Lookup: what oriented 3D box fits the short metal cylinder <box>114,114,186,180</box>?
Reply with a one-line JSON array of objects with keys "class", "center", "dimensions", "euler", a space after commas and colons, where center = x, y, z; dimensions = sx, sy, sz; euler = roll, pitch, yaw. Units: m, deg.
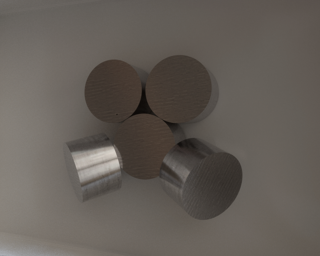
[{"class": "short metal cylinder", "center": [-0.011, 0.022, 0.397], "dimensions": [0.080, 0.050, 0.079], "euler": [0, 90, 19]}]

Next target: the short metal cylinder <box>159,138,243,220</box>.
[{"class": "short metal cylinder", "center": [0.047, 0.057, 0.356], "dimensions": [0.050, 0.081, 0.080], "euler": [30, 103, 57]}]

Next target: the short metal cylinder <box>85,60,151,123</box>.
[{"class": "short metal cylinder", "center": [-0.051, -0.046, 0.412], "dimensions": [0.080, 0.050, 0.079], "euler": [0, 90, 19]}]

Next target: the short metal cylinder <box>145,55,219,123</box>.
[{"class": "short metal cylinder", "center": [0.029, -0.046, 0.385], "dimensions": [0.080, 0.050, 0.079], "euler": [0, 90, 19]}]

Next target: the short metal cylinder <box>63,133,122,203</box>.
[{"class": "short metal cylinder", "center": [-0.089, 0.051, 0.404], "dimensions": [0.050, 0.080, 0.080], "euler": [-16, 83, -26]}]
